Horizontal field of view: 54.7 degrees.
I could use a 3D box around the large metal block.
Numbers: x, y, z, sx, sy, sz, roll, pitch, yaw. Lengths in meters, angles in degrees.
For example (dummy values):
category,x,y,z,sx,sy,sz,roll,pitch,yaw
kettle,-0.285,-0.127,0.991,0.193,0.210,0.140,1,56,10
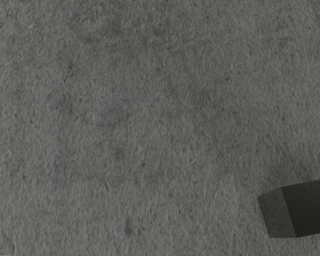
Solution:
category,x,y,z,sx,sy,sz,roll,pitch,yaw
large metal block,0.167,0.090,0.348,0.081,0.080,0.050,-10,71,-4
